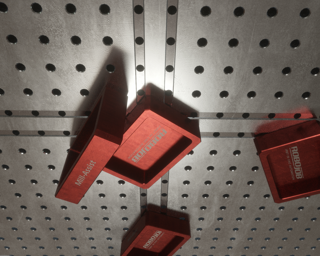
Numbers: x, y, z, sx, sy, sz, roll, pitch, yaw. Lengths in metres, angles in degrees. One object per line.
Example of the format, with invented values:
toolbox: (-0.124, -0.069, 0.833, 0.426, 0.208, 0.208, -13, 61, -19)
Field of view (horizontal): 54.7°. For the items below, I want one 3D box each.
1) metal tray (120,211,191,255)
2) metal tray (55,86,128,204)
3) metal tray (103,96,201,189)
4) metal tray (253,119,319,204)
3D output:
metal tray: (-0.011, 0.214, 0.590, 0.091, 0.030, 0.129, 20, 127, -17)
metal tray: (-0.086, 0.023, 0.386, 0.030, 0.090, 0.129, 25, 126, -20)
metal tray: (-0.018, 0.026, 0.429, 0.090, 0.030, 0.129, 29, 124, -23)
metal tray: (0.200, 0.055, 0.457, 0.090, 0.030, 0.130, -19, 128, 15)
